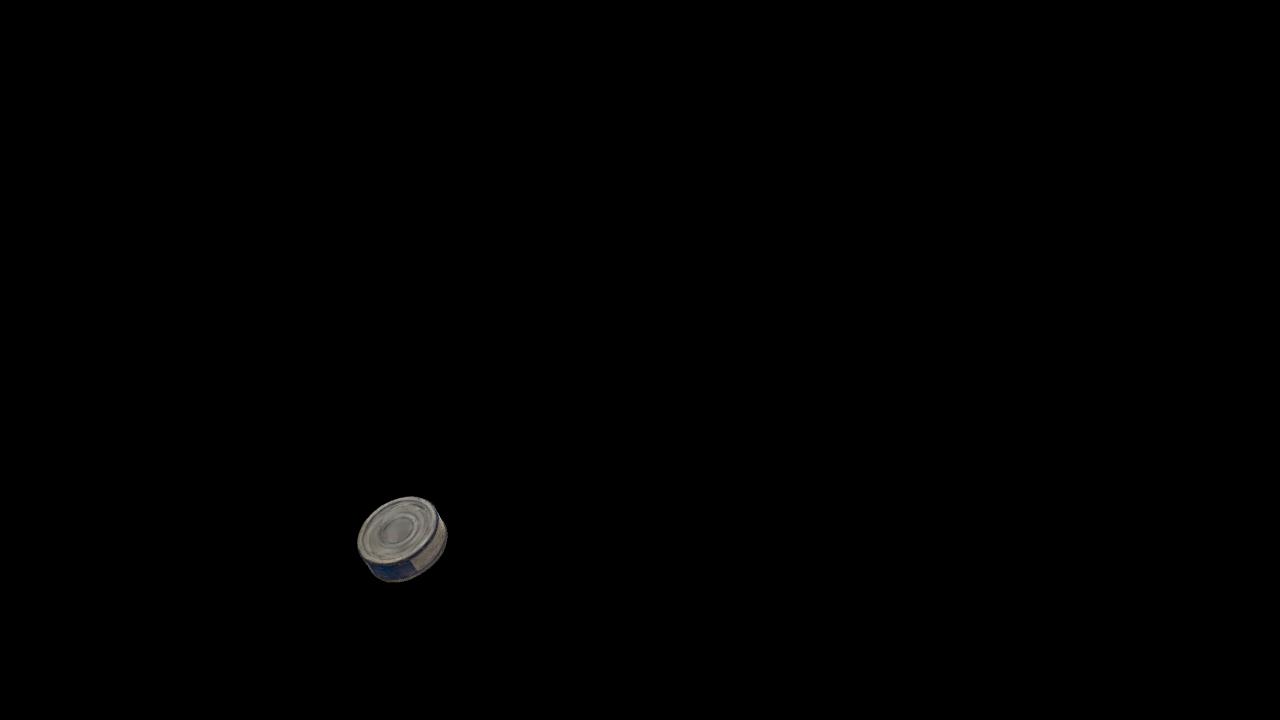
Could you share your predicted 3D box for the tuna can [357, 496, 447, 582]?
[{"bbox_3d":[-0.247,0.184,0.639,0.084,0.034,0.084,-4,41,4],"label":"tuna can"}]
